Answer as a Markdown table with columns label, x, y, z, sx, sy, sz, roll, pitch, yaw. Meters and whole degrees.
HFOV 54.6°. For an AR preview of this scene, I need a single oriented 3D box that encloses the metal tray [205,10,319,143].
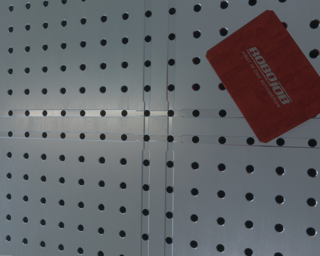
| label | x | y | z | sx | sy | sz | roll | pitch | yaw |
| --- | --- | --- | --- | --- | --- | --- | --- | --- | --- |
| metal tray | 0.126 | -0.059 | 0.366 | 0.090 | 0.030 | 0.130 | -33 | 80 | 17 |
